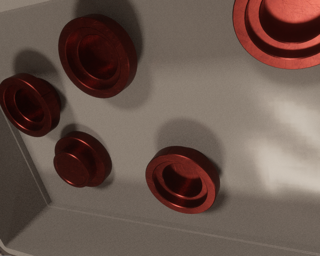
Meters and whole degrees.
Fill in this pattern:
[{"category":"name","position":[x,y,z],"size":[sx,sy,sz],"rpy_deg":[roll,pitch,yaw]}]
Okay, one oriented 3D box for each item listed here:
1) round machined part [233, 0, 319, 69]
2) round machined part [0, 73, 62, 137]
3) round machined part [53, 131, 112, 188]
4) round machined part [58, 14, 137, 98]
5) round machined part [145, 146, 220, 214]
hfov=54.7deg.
[{"category":"round machined part","position":[0.116,-0.103,0.264],"size":[0.098,0.042,0.097],"rpy_deg":[17,139,16]},{"category":"round machined part","position":[-0.192,-0.038,0.473],"size":[0.098,0.042,0.097],"rpy_deg":[13,124,20]},{"category":"round machined part","position":[-0.131,0.057,0.500],"size":[0.098,0.042,0.097],"rpy_deg":[13,124,20]},{"category":"round machined part","position":[-0.071,-0.089,0.378],"size":[0.098,0.042,0.097],"rpy_deg":[13,124,20]},{"category":"round machined part","position":[0.033,0.065,0.419],"size":[0.098,0.042,0.097],"rpy_deg":[13,124,20]}]
